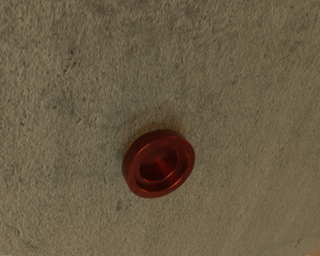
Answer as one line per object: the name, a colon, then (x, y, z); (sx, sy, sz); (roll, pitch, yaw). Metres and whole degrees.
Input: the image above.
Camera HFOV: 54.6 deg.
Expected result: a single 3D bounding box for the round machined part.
round machined part: (-0.005, 0.044, 0.419); (0.099, 0.042, 0.097); (-14, 124, -21)
